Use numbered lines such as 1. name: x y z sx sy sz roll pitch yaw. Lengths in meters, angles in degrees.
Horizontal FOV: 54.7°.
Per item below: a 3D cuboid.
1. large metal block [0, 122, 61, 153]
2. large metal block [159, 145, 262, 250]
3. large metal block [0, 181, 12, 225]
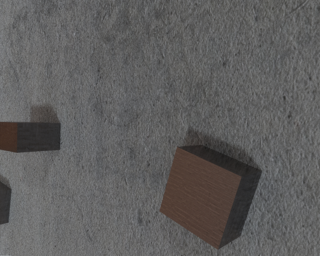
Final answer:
1. large metal block: -0.241 0.015 0.569 0.080 0.081 0.050 3 92 40
2. large metal block: 0.054 0.071 0.344 0.080 0.050 0.079 24 105 37
3. large metal block: -0.387 0.170 0.709 0.080 0.050 0.079 15 99 39
